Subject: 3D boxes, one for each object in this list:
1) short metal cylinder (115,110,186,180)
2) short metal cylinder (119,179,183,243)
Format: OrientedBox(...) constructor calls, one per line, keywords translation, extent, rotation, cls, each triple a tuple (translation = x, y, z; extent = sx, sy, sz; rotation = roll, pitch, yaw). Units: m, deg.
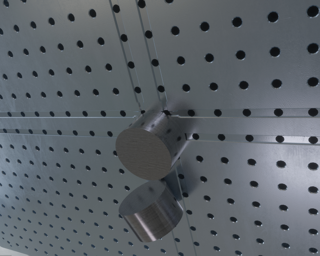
OrientedBox(translation=(-0.012, 0.023, 0.415), extent=(0.080, 0.050, 0.079), rotation=(13, 124, 21), cls="short metal cylinder")
OrientedBox(translation=(-0.013, 0.120, 0.457), extent=(0.080, 0.080, 0.050), rotation=(-21, 107, 36), cls="short metal cylinder")
